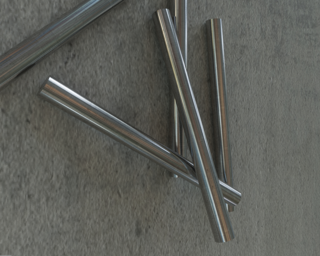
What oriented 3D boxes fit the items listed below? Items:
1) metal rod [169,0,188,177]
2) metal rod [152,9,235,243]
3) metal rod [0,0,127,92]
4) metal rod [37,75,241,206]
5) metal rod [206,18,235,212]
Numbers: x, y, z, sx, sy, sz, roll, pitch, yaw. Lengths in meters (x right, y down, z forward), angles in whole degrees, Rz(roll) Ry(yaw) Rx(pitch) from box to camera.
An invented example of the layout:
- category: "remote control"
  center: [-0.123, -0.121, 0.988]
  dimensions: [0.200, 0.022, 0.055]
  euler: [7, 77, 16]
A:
- category: "metal rod"
  center: [0.025, -0.083, 0.427]
  dimensions: [0.025, 0.025, 0.298]
  euler: [0, 90, -40]
- category: "metal rod"
  center: [0.040, -0.008, 0.394]
  dimensions: [0.025, 0.025, 0.298]
  euler: [-10, 83, -40]
- category: "metal rod"
  center: [-0.114, -0.086, 0.310]
  dimensions: [0.301, 0.025, 0.025]
  euler: [-49, 119, -29]
- category: "metal rod"
  center: [-0.004, 0.029, 0.379]
  dimensions: [0.301, 0.025, 0.025]
  euler: [33, 69, -28]
- category: "metal rod"
  center: [0.095, -0.017, 0.487]
  dimensions: [0.025, 0.025, 0.298]
  euler: [-9, 96, -40]
